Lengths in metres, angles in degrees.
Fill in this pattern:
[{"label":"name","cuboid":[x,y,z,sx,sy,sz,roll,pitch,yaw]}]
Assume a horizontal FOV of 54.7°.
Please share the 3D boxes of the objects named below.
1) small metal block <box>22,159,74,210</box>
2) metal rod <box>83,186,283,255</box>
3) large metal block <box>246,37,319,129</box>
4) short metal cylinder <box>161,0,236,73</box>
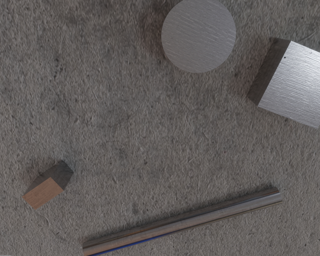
[{"label":"small metal block","cuboid":[-0.151,0.076,0.423,0.050,0.050,0.025,-34,107,11]},{"label":"metal rod","cuboid":[0.029,0.142,0.462,0.301,0.025,0.025,-18,109,6]},{"label":"large metal block","cuboid":[0.166,-0.055,0.378,0.080,0.050,0.079,20,109,-7]},{"label":"short metal cylinder","cuboid":[0.042,-0.108,0.357,0.081,0.050,0.079,0,110,0]}]
